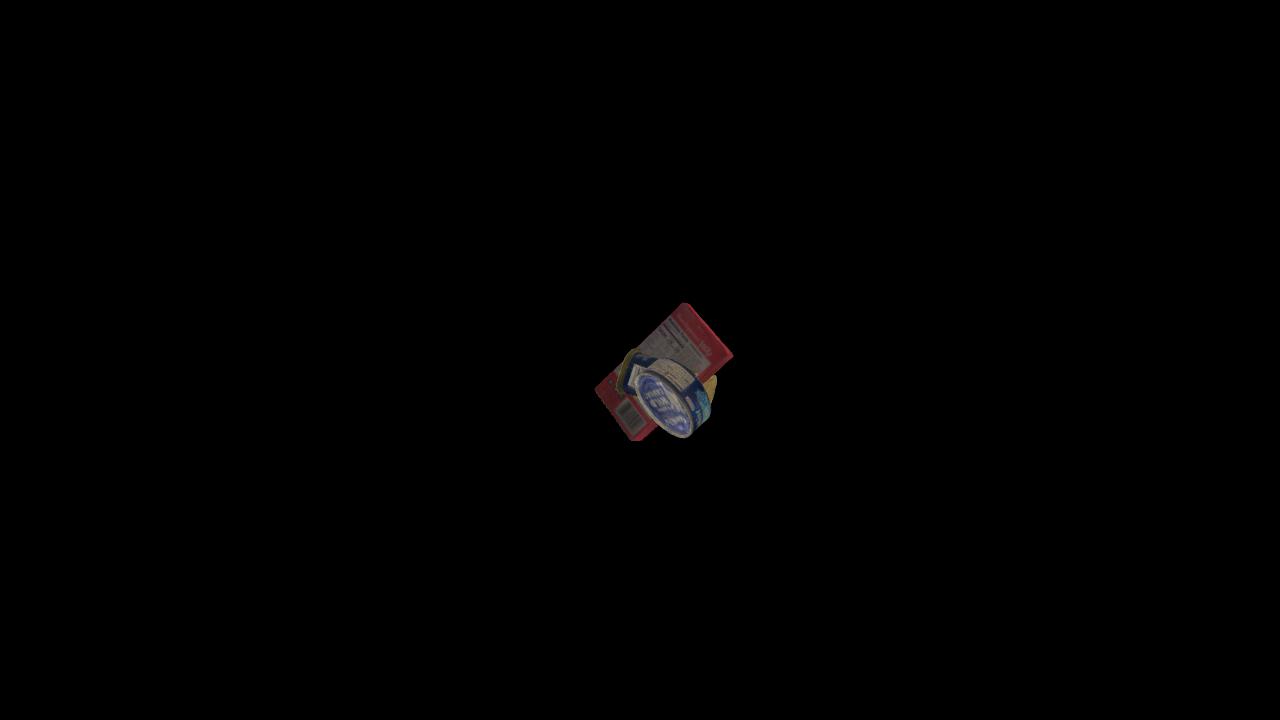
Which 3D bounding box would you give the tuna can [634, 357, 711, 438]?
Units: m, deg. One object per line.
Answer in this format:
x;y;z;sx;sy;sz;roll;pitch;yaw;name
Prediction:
0.034;0.039;0.645;0.034;0.084;0.084;-37;18;-25;tuna can

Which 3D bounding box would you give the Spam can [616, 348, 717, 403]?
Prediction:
0.035;0.028;0.732;0.085;0.058;0.101;20;5;26;Spam can

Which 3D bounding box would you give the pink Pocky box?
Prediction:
0.026;0.015;0.720;0.155;0.084;0.029;-44;-24;14;pink Pocky box
